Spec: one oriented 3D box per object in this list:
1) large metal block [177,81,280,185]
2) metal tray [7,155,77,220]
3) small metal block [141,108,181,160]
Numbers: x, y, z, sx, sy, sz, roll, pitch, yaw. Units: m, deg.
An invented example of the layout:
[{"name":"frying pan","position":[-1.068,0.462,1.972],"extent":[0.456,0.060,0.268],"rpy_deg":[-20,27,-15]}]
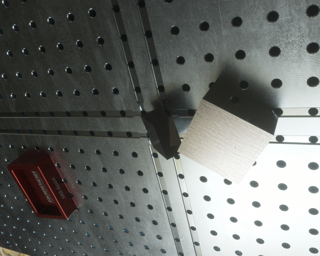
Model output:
[{"name":"large metal block","position":[0.077,0.006,0.358],"extent":[0.080,0.050,0.079],"rpy_deg":[29,128,9]},{"name":"metal tray","position":[-0.228,0.116,0.599],"extent":[0.090,0.030,0.129],"rpy_deg":[-6,116,31]},{"name":"small metal block","position":[0.003,0.006,0.396],"extent":[0.050,0.025,0.050],"rpy_deg":[34,148,65]}]
